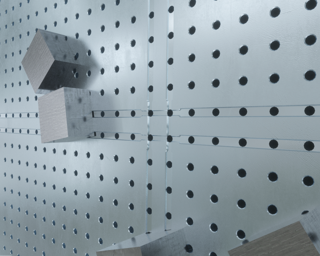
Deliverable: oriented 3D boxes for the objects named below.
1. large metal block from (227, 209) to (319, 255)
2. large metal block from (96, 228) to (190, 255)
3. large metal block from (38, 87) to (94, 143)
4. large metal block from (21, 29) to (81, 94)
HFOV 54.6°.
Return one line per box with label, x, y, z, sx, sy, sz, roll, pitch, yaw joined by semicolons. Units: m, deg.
large metal block;0.125;0.134;0.290;0.080;0.050;0.080;-40;66;33
large metal block;-0.019;0.166;0.390;0.080;0.081;0.050;-23;75;38
large metal block;-0.161;-0.019;0.528;0.080;0.050;0.080;-12;83;39
large metal block;-0.198;-0.116;0.559;0.080;0.050;0.080;-47;62;30
